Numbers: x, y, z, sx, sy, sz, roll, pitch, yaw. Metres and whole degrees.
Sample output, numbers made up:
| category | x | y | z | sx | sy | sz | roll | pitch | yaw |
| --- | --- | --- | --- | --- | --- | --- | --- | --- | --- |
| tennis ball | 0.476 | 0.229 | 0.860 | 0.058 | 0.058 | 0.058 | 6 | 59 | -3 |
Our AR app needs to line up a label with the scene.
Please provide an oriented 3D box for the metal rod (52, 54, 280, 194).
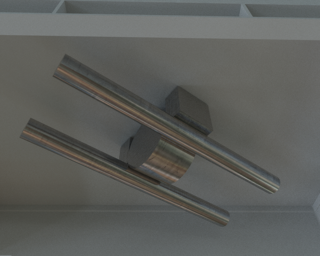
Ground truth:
| category | x | y | z | sx | sy | sz | roll | pitch | yaw |
| --- | --- | --- | --- | --- | --- | --- | --- | --- | --- |
| metal rod | 0.027 | 0.008 | 0.349 | 0.301 | 0.025 | 0.025 | 29 | 124 | -23 |

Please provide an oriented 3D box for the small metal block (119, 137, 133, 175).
| category | x | y | z | sx | sy | sz | roll | pitch | yaw |
| --- | --- | --- | --- | --- | --- | --- | --- | --- | --- |
| small metal block | -0.029 | 0.048 | 0.431 | 0.050 | 0.050 | 0.025 | 30 | 124 | -23 |

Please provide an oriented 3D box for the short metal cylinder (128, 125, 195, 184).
| category | x | y | z | sx | sy | sz | roll | pitch | yaw |
| --- | --- | --- | --- | --- | --- | --- | --- | --- | --- |
| short metal cylinder | 0.002 | 0.025 | 0.392 | 0.050 | 0.080 | 0.080 | 30 | 124 | -23 |

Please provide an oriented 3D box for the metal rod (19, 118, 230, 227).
| category | x | y | z | sx | sy | sz | roll | pitch | yaw |
| --- | --- | --- | --- | --- | --- | --- | --- | --- | --- |
| metal rod | -0.027 | 0.067 | 0.400 | 0.301 | 0.025 | 0.025 | 29 | 124 | -23 |

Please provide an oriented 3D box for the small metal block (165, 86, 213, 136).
| category | x | y | z | sx | sy | sz | roll | pitch | yaw |
| --- | --- | --- | --- | --- | --- | --- | --- | --- | --- |
| small metal block | 0.034 | -0.017 | 0.376 | 0.050 | 0.050 | 0.025 | 30 | 124 | -23 |
